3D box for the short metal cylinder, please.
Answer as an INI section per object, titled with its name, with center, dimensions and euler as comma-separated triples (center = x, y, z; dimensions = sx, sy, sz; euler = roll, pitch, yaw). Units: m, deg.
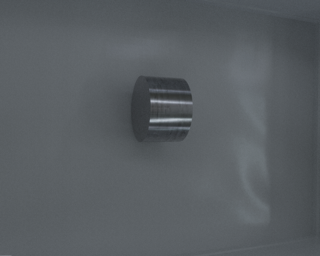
[short metal cylinder]
center = 0.000, -0.023, 0.380
dimensions = 0.050, 0.080, 0.079
euler = 0, 90, -20
